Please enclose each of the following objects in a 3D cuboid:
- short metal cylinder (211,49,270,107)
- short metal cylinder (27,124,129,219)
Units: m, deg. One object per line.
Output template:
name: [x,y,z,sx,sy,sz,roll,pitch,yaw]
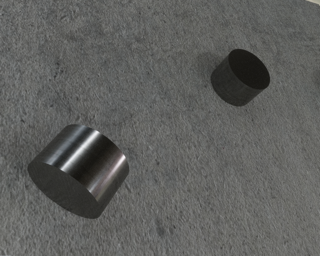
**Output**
short metal cylinder: [0.131,-0.082,0.508,0.081,0.050,0.080,14,56,-21]
short metal cylinder: [-0.078,0.043,0.301,0.080,0.080,0.050,37,51,-4]
